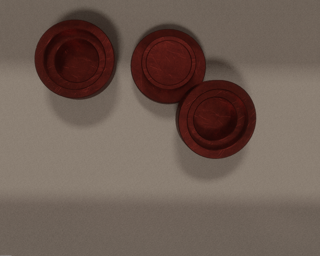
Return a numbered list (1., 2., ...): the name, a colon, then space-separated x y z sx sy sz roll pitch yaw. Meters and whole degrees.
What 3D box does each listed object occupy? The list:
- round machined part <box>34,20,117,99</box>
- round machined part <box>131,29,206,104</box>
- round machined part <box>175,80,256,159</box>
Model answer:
1. round machined part: -0.105 -0.085 0.401 0.099 0.042 0.097 0 90 -1
2. round machined part: 0.011 -0.081 0.403 0.099 0.042 0.097 0 90 -1
3. round machined part: 0.068 -0.013 0.398 0.099 0.042 0.097 -1 99 -7
